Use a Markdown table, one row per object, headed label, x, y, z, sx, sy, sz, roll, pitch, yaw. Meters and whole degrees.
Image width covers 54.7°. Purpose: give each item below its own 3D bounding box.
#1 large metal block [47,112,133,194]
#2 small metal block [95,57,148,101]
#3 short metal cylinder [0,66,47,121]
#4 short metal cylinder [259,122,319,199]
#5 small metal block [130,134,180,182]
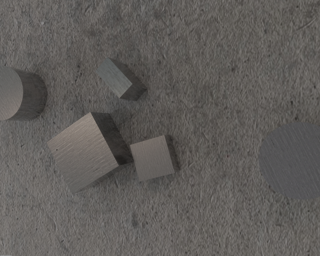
| label | x | y | z | sx | sy | sz | roll | pitch | yaw |
| --- | --- | --- | --- | --- | --- | --- | --- | --- | --- |
| large metal block | -0.095 | 0.033 | 0.429 | 0.080 | 0.050 | 0.080 | -32 | 80 | 17 |
| small metal block | -0.050 | -0.064 | 0.413 | 0.025 | 0.050 | 0.050 | -46 | 76 | 14 |
| short metal cylinder | -0.223 | -0.051 | 0.474 | 0.080 | 0.050 | 0.080 | 0 | 90 | 20 |
| short metal cylinder | 0.152 | 0.034 | 0.342 | 0.080 | 0.050 | 0.080 | 0 | 90 | 20 |
| small metal block | -0.006 | 0.039 | 0.411 | 0.050 | 0.025 | 0.050 | -17 | 84 | 19 |
